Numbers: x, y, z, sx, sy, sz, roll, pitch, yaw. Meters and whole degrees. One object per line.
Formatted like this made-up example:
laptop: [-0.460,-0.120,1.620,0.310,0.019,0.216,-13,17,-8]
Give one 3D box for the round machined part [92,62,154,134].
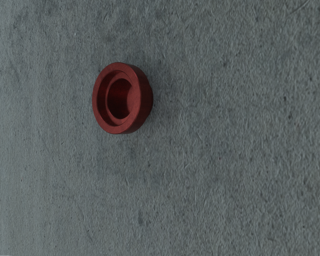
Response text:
round machined part: [-0.048,-0.040,0.435,0.098,0.042,0.097,0,90,40]
